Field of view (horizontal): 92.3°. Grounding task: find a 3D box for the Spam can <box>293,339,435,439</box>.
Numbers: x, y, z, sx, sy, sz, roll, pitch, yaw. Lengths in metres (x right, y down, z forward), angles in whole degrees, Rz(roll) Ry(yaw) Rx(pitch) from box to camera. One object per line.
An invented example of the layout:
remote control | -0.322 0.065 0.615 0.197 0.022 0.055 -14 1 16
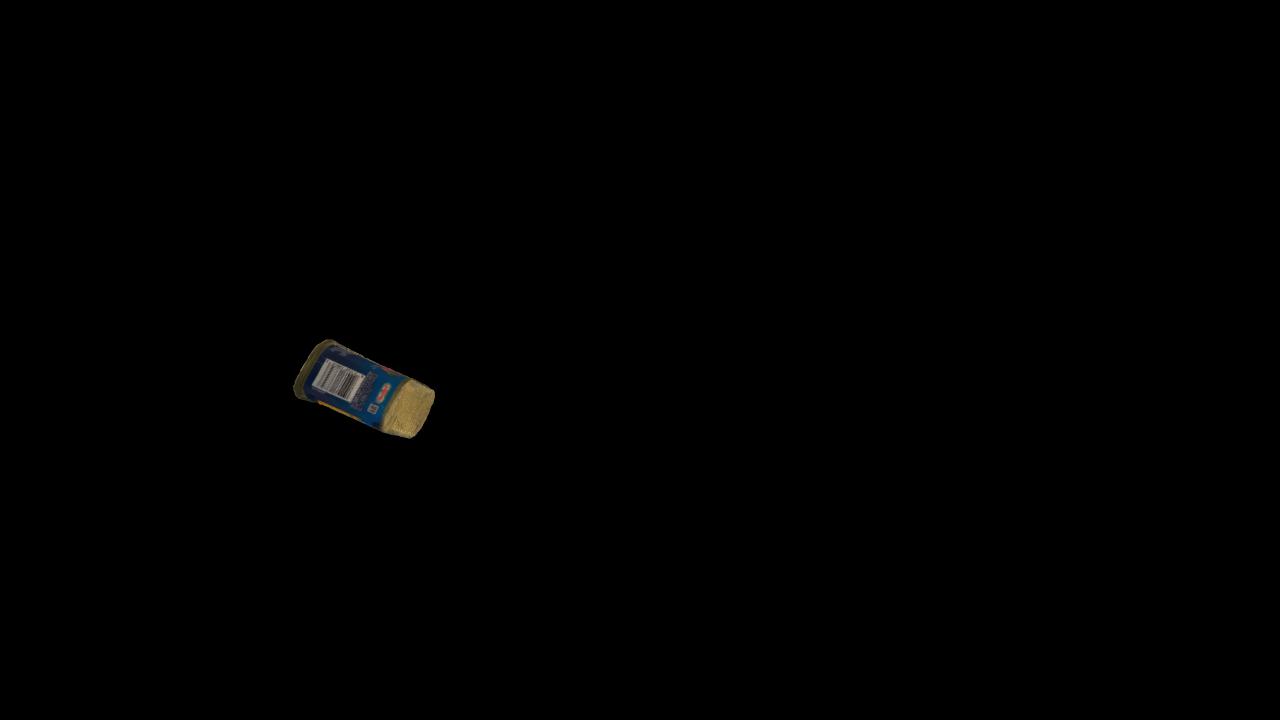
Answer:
Spam can | -0.248 0.030 0.568 0.085 0.058 0.101 24 -11 3
